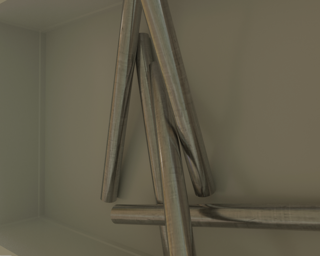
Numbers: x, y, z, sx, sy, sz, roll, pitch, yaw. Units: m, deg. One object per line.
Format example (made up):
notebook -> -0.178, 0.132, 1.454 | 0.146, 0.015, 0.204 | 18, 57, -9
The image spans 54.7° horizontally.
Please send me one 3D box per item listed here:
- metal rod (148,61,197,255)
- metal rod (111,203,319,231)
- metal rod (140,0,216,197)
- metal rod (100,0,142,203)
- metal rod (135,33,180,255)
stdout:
metal rod -> 0.012, 0.047, 0.324 | 0.025, 0.025, 0.299 | -33, 50, 35
metal rod -> 0.068, 0.093, 0.328 | 0.300, 0.025, 0.025 | -9, 84, 32
metal rod -> 0.012, -0.060, 0.314 | 0.025, 0.025, 0.298 | 0, 116, 40
metal rod -> -0.054, -0.034, 0.426 | 0.025, 0.025, 0.298 | 22, 111, 37
metal rod -> -0.005, 0.020, 0.408 | 0.025, 0.025, 0.298 | -15, 81, 39
